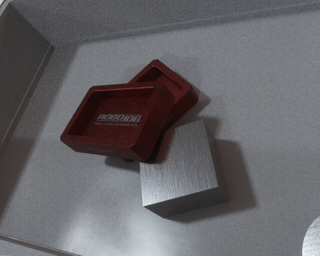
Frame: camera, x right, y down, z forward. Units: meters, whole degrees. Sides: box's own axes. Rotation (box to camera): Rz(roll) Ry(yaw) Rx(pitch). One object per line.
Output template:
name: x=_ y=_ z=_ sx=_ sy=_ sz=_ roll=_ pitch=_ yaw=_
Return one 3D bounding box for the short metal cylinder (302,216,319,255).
short metal cylinder: x=0.157 y=0.104 z=0.234 sx=0.080 sy=0.050 sz=0.080 roll=-22 pitch=50 yaw=29

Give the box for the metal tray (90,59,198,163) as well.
metal tray: x=-0.024 y=-0.026 z=0.429 sx=0.130 sy=0.030 sz=0.090 roll=-43 pitch=51 yaw=-2

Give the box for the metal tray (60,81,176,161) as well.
metal tray: x=-0.054 y=-0.011 z=0.381 sx=0.130 sy=0.030 sz=0.090 roll=2 pitch=57 yaw=38

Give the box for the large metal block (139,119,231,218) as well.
large metal block: x=0.025 y=0.047 z=0.347 sx=0.080 sy=0.050 sz=0.080 roll=-19 pitch=55 yaw=17

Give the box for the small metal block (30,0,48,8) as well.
small metal block: x=-0.295 y=-0.328 z=0.744 sx=0.050 sy=0.050 sz=0.025 roll=-35 pitch=52 yaw=5
